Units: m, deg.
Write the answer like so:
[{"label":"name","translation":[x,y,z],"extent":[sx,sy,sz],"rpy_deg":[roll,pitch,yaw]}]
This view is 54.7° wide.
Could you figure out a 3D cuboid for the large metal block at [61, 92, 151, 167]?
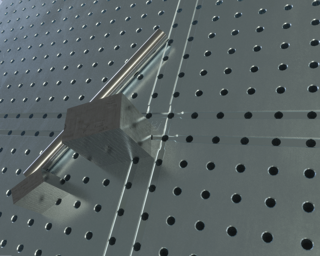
[{"label":"large metal block","translation":[-0.065,0.006,0.402],"extent":[0.080,0.080,0.050],"rpy_deg":[-14,56,20]}]

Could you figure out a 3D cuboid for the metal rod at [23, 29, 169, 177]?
[{"label":"metal rod","translation":[-0.094,-0.038,0.478],"extent":[0.300,0.025,0.025],"rpy_deg":[-48,52,-7]}]

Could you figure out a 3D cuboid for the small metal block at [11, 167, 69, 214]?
[{"label":"small metal block","translation":[-0.163,0.087,0.422],"extent":[0.050,0.050,0.025],"rpy_deg":[-37,51,3]}]
